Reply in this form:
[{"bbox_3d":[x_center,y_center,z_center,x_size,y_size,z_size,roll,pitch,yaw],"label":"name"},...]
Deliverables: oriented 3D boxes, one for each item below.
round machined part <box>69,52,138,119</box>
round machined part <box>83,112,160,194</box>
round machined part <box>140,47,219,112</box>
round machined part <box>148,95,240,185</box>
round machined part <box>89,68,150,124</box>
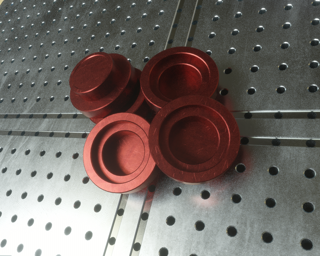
[{"bbox_3d":[-0.084,-0.065,0.425,0.098,0.042,0.098,-13,56,20],"label":"round machined part"},{"bbox_3d":[-0.042,0.033,0.386,0.098,0.042,0.098,-4,75,16],"label":"round machined part"},{"bbox_3d":[0.027,-0.055,0.404,0.099,0.042,0.098,-4,63,8],"label":"round machined part"},{"bbox_3d":[0.038,0.015,0.352,0.099,0.042,0.098,-2,74,6],"label":"round machined part"},{"bbox_3d":[-0.052,-0.036,0.445,0.098,0.042,0.098,-13,56,20],"label":"round machined part"}]
